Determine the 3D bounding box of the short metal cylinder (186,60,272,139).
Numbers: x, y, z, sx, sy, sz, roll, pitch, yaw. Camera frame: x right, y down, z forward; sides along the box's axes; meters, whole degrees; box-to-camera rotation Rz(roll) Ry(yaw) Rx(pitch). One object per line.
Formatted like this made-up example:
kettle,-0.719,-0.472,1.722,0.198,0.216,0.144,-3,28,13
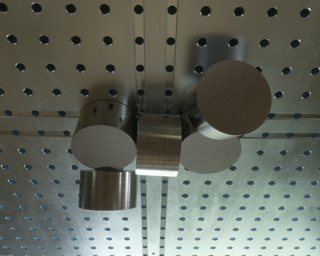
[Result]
short metal cylinder,0.074,-0.029,0.343,0.081,0.080,0.050,7,171,-6

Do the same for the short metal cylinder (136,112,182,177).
short metal cylinder,-0.003,0.021,0.393,0.050,0.080,0.079,4,130,-4

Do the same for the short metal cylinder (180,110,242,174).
short metal cylinder,0.062,0.015,0.408,0.081,0.050,0.079,0,130,0

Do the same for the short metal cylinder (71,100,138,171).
short metal cylinder,-0.070,0.011,0.402,0.081,0.050,0.079,0,130,0

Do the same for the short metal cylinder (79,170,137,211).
short metal cylinder,-0.073,0.085,0.440,0.081,0.050,0.080,1,174,0
